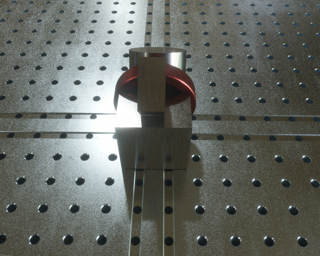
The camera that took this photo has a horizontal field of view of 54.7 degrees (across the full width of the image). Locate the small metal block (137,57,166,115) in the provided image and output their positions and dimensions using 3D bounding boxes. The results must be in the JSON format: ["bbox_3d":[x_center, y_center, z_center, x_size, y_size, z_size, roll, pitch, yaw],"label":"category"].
[{"bbox_3d":[-0.007,-0.039,0.306,0.025,0.050,0.050,1,88,0],"label":"small metal block"}]

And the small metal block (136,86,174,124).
[{"bbox_3d":[-0.006,-0.033,0.434,0.050,0.025,0.050,1,50,0],"label":"small metal block"}]

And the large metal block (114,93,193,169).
[{"bbox_3d":[-0.007,0.006,0.366,0.081,0.080,0.050,1,50,0],"label":"large metal block"}]

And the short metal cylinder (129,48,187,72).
[{"bbox_3d":[-0.003,-0.086,0.442,0.081,0.050,0.080,1,20,0],"label":"short metal cylinder"}]

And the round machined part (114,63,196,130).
[{"bbox_3d":[-0.006,-0.043,0.383,0.099,0.097,0.042,1,50,0],"label":"round machined part"}]
